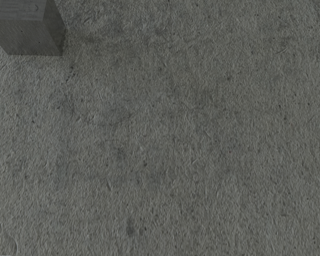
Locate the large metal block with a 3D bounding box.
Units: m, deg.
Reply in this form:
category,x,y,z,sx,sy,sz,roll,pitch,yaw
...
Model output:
category,x,y,z,sx,sy,sz,roll,pitch,yaw
large metal block,-0.185,-0.144,0.430,0.081,0.080,0.050,2,70,0
